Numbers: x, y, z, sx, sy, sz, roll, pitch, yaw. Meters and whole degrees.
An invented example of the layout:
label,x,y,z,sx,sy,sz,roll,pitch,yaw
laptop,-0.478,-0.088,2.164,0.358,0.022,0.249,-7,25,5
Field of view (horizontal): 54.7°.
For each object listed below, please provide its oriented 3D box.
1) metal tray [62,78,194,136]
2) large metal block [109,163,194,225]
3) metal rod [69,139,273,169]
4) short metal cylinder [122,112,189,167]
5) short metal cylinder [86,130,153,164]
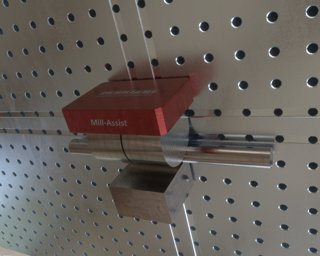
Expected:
label,x,y,z,sx,sy,sz,roll,pitch,yaw
metal tray,-0.037,-0.027,0.367,0.130,0.090,0.030,1,119,27
large metal block,-0.009,0.079,0.423,0.080,0.080,0.050,1,119,28
metal rod,-0.004,0.033,0.428,0.300,0.025,0.025,1,119,27
short metal cylinder,-0.003,0.006,0.377,0.050,0.080,0.079,2,119,27
short metal cylinder,-0.049,0.005,0.401,0.050,0.080,0.080,1,119,28
